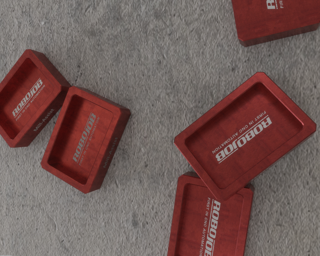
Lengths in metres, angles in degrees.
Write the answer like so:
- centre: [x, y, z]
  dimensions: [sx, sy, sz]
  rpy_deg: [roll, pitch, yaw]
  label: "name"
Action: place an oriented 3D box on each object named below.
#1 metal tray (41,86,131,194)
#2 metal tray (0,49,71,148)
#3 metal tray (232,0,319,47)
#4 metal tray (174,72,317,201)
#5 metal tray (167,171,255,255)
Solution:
- centre: [-0.108, 0.016, 0.444]
  dimensions: [0.090, 0.030, 0.129]
  rpy_deg: [26, 98, 18]
  label: "metal tray"
- centre: [-0.206, -0.044, 0.478]
  dimensions: [0.130, 0.030, 0.090]
  rpy_deg: [-46, 76, 14]
  label: "metal tray"
- centre: [0.128, -0.170, 0.361]
  dimensions: [0.090, 0.030, 0.129]
  rpy_deg: [-10, 87, 19]
  label: "metal tray"
- centre: [0.093, 0.010, 0.354]
  dimensions: [0.130, 0.030, 0.090]
  rpy_deg: [-39, 69, 5]
  label: "metal tray"
- centre: [0.061, 0.127, 0.384]
  dimensions: [0.090, 0.030, 0.129]
  rpy_deg: [9, 93, 19]
  label: "metal tray"
